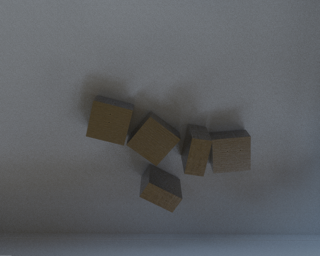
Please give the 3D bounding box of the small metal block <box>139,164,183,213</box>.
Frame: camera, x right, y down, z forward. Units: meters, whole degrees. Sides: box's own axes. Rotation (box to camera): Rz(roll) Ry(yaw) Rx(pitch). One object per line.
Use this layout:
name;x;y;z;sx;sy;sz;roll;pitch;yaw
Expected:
small metal block;0.001;0.082;0.426;0.050;0.050;0.025;29;108;-11

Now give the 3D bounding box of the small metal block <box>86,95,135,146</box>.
small metal block;-0.065;-0.010;0.404;0.050;0.025;0.050;14;109;-6

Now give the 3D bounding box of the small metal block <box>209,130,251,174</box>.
small metal block;0.095;0.032;0.422;0.050;0.025;0.050;-5;110;1

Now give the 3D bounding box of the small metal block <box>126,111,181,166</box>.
small metal block;-0.009;0.014;0.414;0.050;0.025;0.050;37;106;-13

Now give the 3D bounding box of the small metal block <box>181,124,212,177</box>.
small metal block;0.047;0.028;0.407;0.025;0.050;0.050;9;110;-4
